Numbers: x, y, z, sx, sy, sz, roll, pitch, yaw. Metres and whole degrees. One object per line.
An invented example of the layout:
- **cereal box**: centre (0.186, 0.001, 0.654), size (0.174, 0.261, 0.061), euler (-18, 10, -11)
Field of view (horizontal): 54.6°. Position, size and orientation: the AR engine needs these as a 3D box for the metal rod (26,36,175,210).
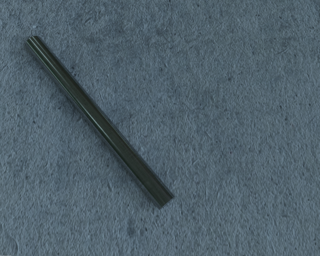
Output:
- **metal rod**: centre (-0.088, -0.017, 0.413), size (0.025, 0.025, 0.300), euler (-38, 75, -13)
